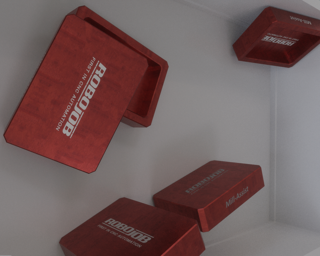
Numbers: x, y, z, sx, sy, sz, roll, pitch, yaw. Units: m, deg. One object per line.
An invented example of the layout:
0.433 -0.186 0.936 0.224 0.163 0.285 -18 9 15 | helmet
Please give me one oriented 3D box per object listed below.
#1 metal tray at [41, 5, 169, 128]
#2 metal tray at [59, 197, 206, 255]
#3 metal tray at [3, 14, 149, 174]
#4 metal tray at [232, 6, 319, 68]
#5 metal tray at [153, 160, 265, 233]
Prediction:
-0.056 -0.064 0.355 0.131 0.030 0.090 26 74 -37 | metal tray
-0.032 0.116 0.312 0.091 0.130 0.030 -29 109 -36 | metal tray
-0.080 -0.031 0.306 0.090 0.030 0.130 28 87 -26 | metal tray
0.198 -0.144 0.511 0.131 0.090 0.030 0 61 -28 | metal tray
0.068 0.085 0.420 0.131 0.090 0.030 -23 105 -38 | metal tray
